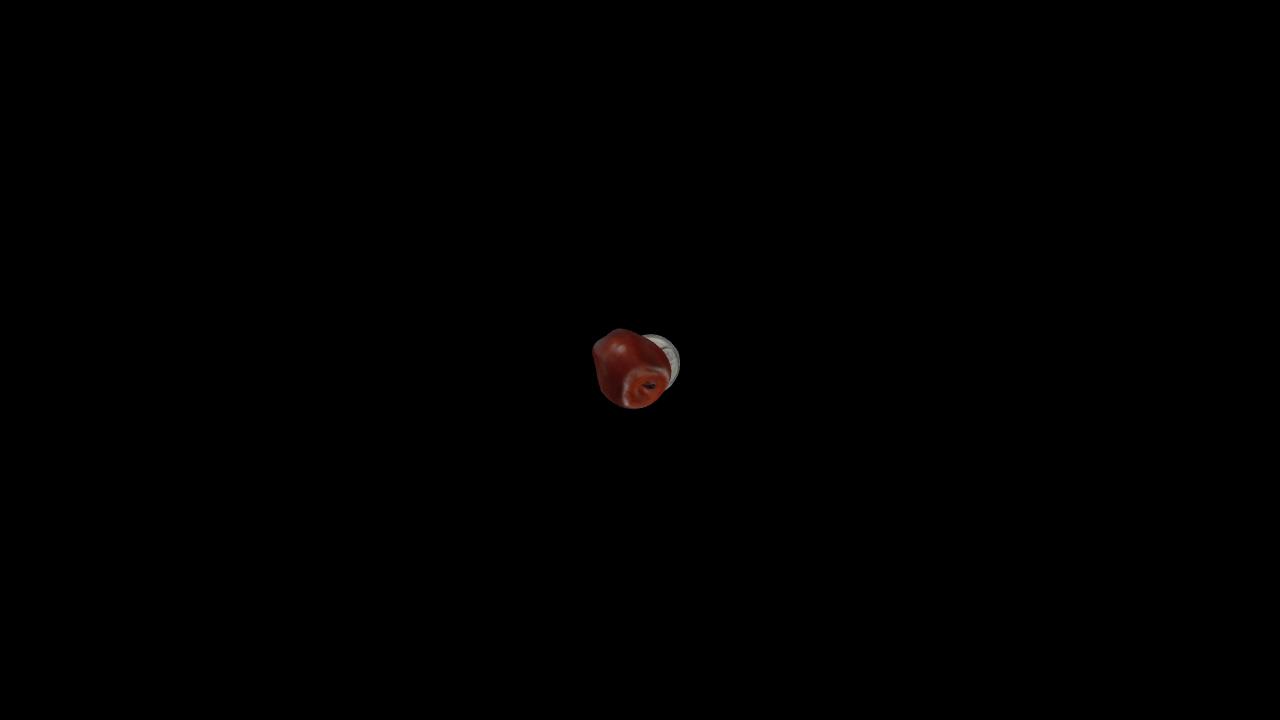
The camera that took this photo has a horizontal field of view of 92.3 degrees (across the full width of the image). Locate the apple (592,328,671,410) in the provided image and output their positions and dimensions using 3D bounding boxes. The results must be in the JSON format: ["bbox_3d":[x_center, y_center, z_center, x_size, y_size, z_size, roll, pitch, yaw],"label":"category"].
[{"bbox_3d":[-0.009,0.008,0.655,0.079,0.079,0.093,0,31,-35],"label":"apple"}]

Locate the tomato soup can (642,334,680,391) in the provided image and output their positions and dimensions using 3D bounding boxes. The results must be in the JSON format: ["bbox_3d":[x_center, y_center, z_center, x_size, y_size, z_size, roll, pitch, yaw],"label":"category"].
[{"bbox_3d":[0.013,0.004,0.740,0.068,0.068,0.101,0,1,2],"label":"tomato soup can"}]
